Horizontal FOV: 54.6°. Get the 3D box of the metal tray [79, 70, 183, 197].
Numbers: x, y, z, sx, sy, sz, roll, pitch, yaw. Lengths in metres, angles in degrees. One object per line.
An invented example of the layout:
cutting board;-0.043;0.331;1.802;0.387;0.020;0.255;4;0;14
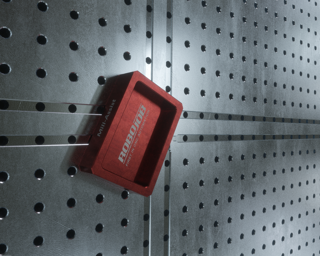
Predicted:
metal tray;-0.030;0.008;0.379;0.090;0.030;0.130;33;70;-35
